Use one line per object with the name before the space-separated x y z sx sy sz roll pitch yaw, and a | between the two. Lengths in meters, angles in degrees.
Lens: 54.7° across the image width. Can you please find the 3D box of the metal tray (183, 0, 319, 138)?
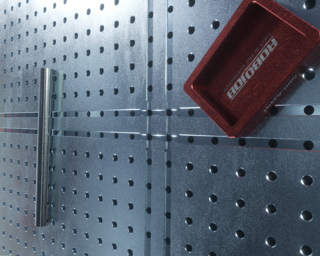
metal tray | 0.093 -0.064 0.328 0.090 0.030 0.129 50 119 28

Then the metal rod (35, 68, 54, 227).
metal rod | -0.221 0.037 0.592 0.025 0.025 0.298 4 93 40
